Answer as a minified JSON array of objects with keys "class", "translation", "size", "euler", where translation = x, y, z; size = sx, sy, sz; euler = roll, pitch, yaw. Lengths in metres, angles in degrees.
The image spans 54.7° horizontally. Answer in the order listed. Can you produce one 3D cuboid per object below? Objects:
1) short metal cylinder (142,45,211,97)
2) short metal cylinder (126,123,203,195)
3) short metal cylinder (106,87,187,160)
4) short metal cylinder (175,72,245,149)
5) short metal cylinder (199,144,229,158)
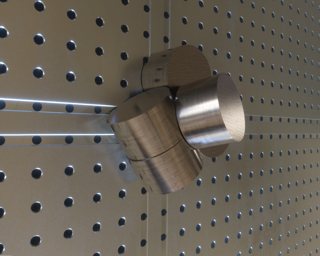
[{"class":"short metal cylinder","translation":[0.023,-0.066,0.413],"size":[0.081,0.050,0.079],"euler":[0,90,-40]},{"class":"short metal cylinder","translation":[0.006,0.036,0.380],"size":[0.080,0.080,0.050],"euler":[-41,116,-32]},{"class":"short metal cylinder","translation":[-0.015,-0.006,0.363],"size":[0.080,0.080,0.050],"euler":[-41,116,-32]},{"class":"short metal cylinder","translation":[0.060,-0.019,0.362],"size":[0.080,0.050,0.080],"euler":[28,55,-51]},{"class":"short metal cylinder","translation":[0.057,0.001,0.442],"size":[0.081,0.050,0.079],"euler":[0,90,-40]}]
